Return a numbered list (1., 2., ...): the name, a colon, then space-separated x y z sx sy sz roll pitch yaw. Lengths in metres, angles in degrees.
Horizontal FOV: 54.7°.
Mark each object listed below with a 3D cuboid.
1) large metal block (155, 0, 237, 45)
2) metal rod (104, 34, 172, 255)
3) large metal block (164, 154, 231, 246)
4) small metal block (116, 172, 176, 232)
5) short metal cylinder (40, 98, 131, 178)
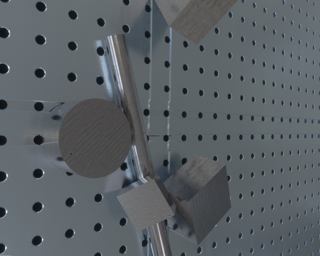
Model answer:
1. large metal block: 0.044 -0.167 0.389 0.050 0.080 0.080 21 36 -38
2. metal rod: -0.024 0.036 0.389 0.025 0.025 0.298 -19 102 -38
3. large metal block: 0.051 0.096 0.424 0.080 0.050 0.080 -36 127 -34
4. small metal block: -0.016 0.088 0.372 0.050 0.050 0.025 61 11 -7
5. short metal cylinder: -0.078 0.010 0.328 0.081 0.050 0.079 0 90 -40
